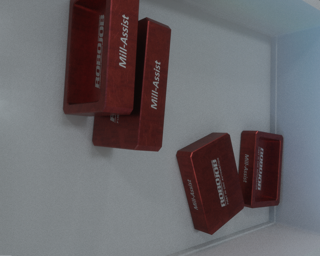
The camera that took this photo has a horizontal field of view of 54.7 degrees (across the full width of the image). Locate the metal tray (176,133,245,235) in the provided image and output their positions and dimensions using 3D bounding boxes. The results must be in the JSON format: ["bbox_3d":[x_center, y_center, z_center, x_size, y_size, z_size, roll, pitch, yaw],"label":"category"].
[{"bbox_3d":[0.080,0.081,0.470,0.091,0.030,0.129,-24,105,-37],"label":"metal tray"}]

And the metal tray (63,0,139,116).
[{"bbox_3d":[-0.061,-0.078,0.312,0.030,0.090,0.129,5,87,-40],"label":"metal tray"}]

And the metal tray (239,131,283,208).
[{"bbox_3d":[0.181,0.073,0.554,0.091,0.030,0.129,8,85,-40],"label":"metal tray"}]

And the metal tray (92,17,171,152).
[{"bbox_3d":[-0.033,-0.042,0.336,0.030,0.090,0.129,8,85,-40],"label":"metal tray"}]
